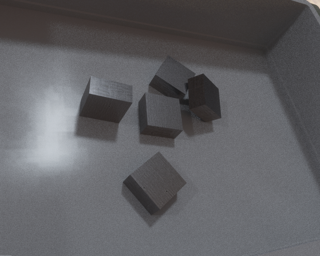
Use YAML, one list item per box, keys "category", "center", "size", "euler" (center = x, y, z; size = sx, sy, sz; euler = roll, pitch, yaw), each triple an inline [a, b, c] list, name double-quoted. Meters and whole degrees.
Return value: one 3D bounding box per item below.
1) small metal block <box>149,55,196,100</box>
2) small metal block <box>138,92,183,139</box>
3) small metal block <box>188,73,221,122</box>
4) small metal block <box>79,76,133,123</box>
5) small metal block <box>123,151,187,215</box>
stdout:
- category: "small metal block"
  center: [0.019, -0.073, 0.460]
  size: [0.050, 0.025, 0.050]
  euler: [33, 51, -7]
- category: "small metal block"
  center: [0.000, -0.016, 0.415]
  size: [0.050, 0.025, 0.050]
  euler: [9, 58, -24]
- category: "small metal block"
  center: [0.065, -0.043, 0.449]
  size: [0.050, 0.025, 0.050]
  euler: [31, 51, -48]
- category: "small metal block"
  center: [-0.066, -0.033, 0.374]
  size: [0.050, 0.050, 0.025]
  euler: [11, 57, -23]
- category: "small metal block"
  center: [-0.006, 0.064, 0.363]
  size: [0.050, 0.025, 0.050]
  euler: [49, 51, 6]
